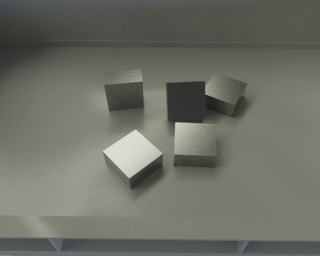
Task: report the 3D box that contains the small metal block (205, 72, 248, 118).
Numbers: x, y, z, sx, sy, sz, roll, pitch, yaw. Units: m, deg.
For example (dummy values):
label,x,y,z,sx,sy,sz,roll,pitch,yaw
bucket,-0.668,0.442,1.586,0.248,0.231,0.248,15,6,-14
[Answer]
label,x,y,z,sx,sy,sz,roll,pitch,yaw
small metal block,0.091,-0.048,0.446,0.050,0.025,0.050,23,54,18

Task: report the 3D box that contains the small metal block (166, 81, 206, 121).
label,x,y,z,sx,sy,sz,roll,pitch,yaw
small metal block,0.034,-0.037,0.417,0.050,0.050,0.025,-3,8,-3

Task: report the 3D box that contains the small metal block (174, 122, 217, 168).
label,x,y,z,sx,sy,sz,roll,pitch,yaw
small metal block,0.043,0.021,0.388,0.050,0.025,0.050,2,50,2

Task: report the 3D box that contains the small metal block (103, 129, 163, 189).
label,x,y,z,sx,sy,sz,roll,pitch,yaw
small metal block,-0.032,0.037,0.374,0.050,0.025,0.050,-35,58,-26

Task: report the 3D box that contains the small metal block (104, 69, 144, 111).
label,x,y,z,sx,sy,sz,roll,pitch,yaw
small metal block,-0.049,-0.052,0.432,0.050,0.050,0.025,-6,51,-5
